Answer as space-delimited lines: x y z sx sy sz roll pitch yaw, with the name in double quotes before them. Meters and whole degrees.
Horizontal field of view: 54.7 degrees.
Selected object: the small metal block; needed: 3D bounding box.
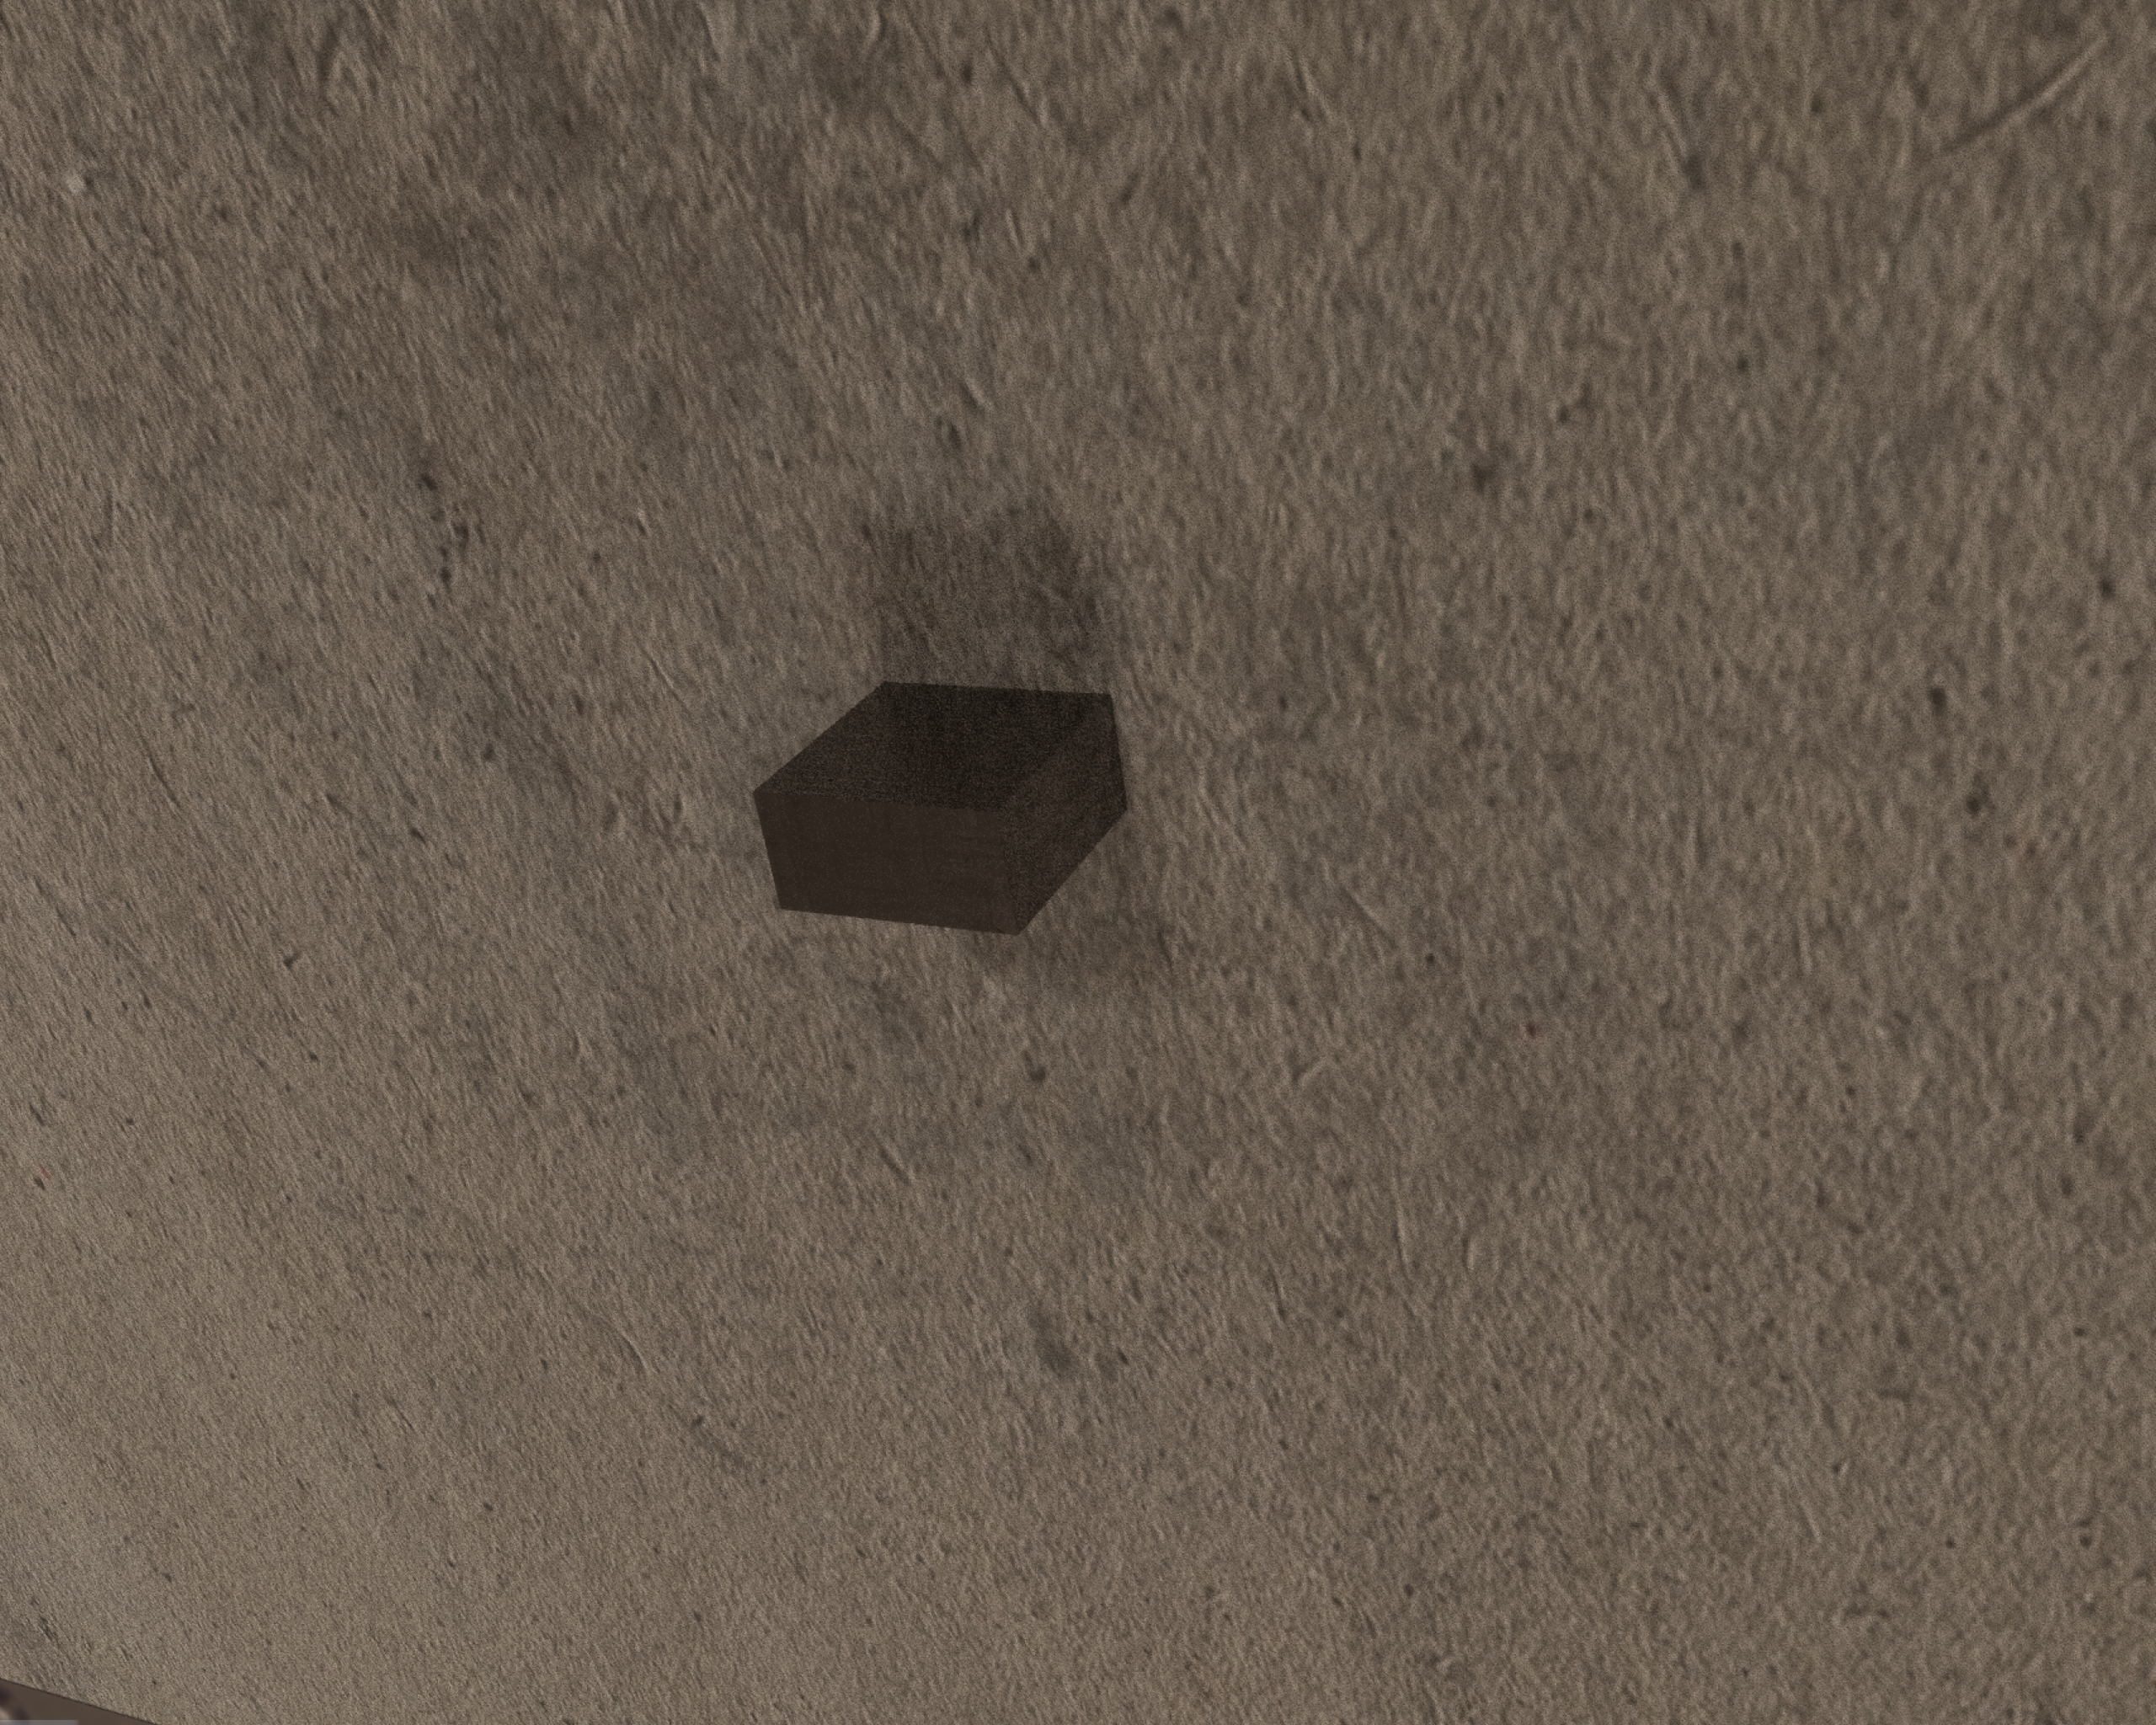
"small metal block" -0.025 -0.012 0.396 0.050 0.050 0.025 5 121 25
